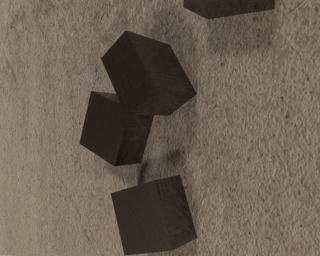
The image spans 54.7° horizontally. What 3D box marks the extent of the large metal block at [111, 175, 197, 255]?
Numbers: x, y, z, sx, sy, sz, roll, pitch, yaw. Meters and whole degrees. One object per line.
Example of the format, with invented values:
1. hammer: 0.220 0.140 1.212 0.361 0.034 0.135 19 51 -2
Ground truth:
1. large metal block: -0.009 0.111 0.395 0.080 0.050 0.080 -24 75 37

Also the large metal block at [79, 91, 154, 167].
1. large metal block: -0.062 -0.001 0.437 0.080 0.050 0.079 25 106 37

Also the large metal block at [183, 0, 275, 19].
1. large metal block: 0.075 -0.167 0.326 0.080 0.050 0.079 6 94 39

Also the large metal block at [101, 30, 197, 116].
1. large metal block: -0.013 -0.063 0.378 0.050 0.081 0.080 -39 67 33
